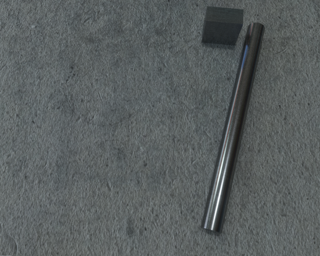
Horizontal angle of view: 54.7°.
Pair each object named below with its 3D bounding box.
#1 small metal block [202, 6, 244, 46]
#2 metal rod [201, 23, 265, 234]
[{"bbox_3d":[0.089,-0.147,0.449,0.050,0.050,0.025,6,70,2],"label":"small metal block"},{"bbox_3d":[0.102,-0.014,0.413,0.025,0.025,0.299,15,71,5],"label":"metal rod"}]
